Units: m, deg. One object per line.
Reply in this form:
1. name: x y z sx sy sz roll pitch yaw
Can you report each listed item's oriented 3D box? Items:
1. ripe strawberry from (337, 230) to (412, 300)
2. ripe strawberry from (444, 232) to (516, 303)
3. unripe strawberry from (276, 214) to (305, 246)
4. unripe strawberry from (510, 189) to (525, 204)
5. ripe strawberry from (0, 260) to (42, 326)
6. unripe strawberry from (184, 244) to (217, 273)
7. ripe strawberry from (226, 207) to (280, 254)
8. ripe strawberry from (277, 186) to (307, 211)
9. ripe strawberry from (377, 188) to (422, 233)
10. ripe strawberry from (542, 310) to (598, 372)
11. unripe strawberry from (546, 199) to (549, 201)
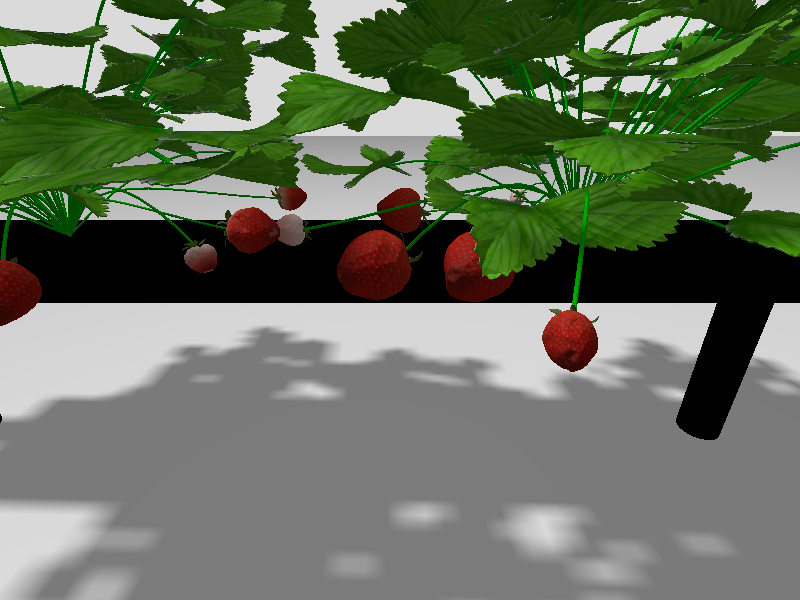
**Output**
1. ripe strawberry: -0.016 -0.018 0.223 0.041 0.040 0.038 -19 30 -35
2. ripe strawberry: 0.041 -0.017 0.220 0.039 0.041 0.042 18 30 35
3. unripe strawberry: -0.092 -0.057 0.327 0.026 0.026 0.025 -3 24 -6
4. unripe strawberry: 0.141 -0.123 0.482 0.017 0.020 0.019 -2 4 -6
5. ripe strawberry: -0.198 -0.002 0.198 0.030 0.032 0.033 -13 46 -27
6. unripe strawberry: -0.132 -0.027 0.267 0.018 0.019 0.021 -28 4 38
7. ripe strawberry: -0.109 -0.052 0.301 0.035 0.035 0.038 7 25 14
8. ripe strawberry: -0.122 -0.117 0.454 0.031 0.031 0.034 -14 28 -30
9. ripe strawberry: -0.001 -0.082 0.368 0.042 0.041 0.039 3 24 7
10. ripe strawberry: 0.067 0.017 0.159 0.021 0.024 0.023 10 42 21
11. unripe strawberry: 0.172 -0.110 0.462 0.011 0.011 0.011 3 24 7
